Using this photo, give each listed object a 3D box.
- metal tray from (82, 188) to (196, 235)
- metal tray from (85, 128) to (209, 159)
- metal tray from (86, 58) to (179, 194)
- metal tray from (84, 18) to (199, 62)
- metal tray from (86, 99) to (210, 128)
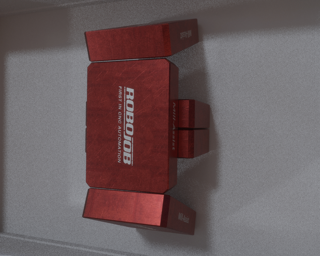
[{"bbox_3d":[-0.016,0.099,0.357,0.090,0.130,0.030,1,69,19],"label":"metal tray"},{"bbox_3d":[-0.012,0.015,0.380,0.130,0.090,0.030,1,91,20],"label":"metal tray"},{"bbox_3d":[-0.029,-0.003,0.320,0.090,0.030,0.129,1,90,19],"label":"metal tray"},{"bbox_3d":[-0.013,-0.104,0.357,0.090,0.131,0.030,1,111,20],"label":"metal tray"},{"bbox_3d":[-0.012,-0.016,0.379,0.130,0.090,0.030,1,91,20],"label":"metal tray"}]
